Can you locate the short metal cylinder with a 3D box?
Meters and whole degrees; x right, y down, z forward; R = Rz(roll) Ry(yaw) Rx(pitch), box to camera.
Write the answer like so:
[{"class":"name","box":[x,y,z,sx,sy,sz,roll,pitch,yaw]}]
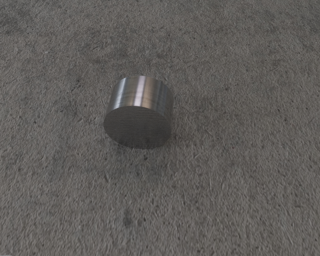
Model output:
[{"class":"short metal cylinder","box":[-0.025,-0.018,0.383,0.080,0.080,0.050,4,50,3]}]
